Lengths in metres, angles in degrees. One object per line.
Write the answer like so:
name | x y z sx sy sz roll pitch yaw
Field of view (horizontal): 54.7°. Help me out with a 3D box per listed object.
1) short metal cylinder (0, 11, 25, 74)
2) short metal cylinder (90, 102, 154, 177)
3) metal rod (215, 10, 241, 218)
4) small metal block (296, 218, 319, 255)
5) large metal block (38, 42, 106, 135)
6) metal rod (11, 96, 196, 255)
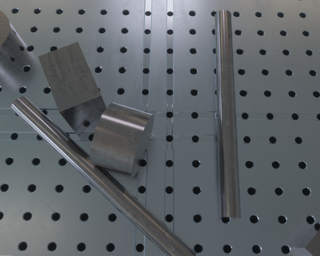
short metal cylinder | -0.243 -0.123 0.442 0.081 0.050 0.080 0 70 0
short metal cylinder | -0.044 0.014 0.377 0.050 0.080 0.080 18 71 6
metal rod | 0.091 -0.032 0.424 0.025 0.025 0.299 2 70 1
small metal block | 0.199 0.140 0.362 0.050 0.025 0.050 -43 76 -14
large metal block | -0.106 -0.048 0.399 0.050 0.080 0.080 -23 72 -8
metal rod | -0.079 0.060 0.389 0.300 0.025 0.025 40 75 13
